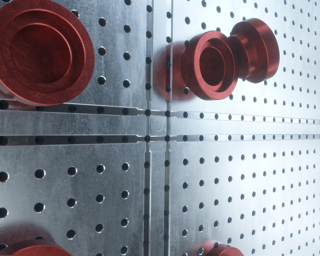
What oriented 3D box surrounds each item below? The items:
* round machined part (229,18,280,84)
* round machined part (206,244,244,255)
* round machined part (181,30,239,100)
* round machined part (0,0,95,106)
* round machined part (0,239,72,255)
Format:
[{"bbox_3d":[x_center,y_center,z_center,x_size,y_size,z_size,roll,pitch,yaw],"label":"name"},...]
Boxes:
[{"bbox_3d":[0.134,-0.115,0.479,0.042,0.098,0.098,-22,106,-13],"label":"round machined part"},{"bbox_3d":[0.108,0.238,0.487,0.099,0.042,0.097,0,90,-40],"label":"round machined part"},{"bbox_3d":[0.069,-0.089,0.454,0.099,0.042,0.097,0,91,-40],"label":"round machined part"},{"bbox_3d":[-0.117,-0.070,0.299,0.099,0.042,0.097,0,90,-40],"label":"round machined part"},{"bbox_3d":[-0.127,0.154,0.290,0.099,0.042,0.097,1,89,-39],"label":"round machined part"}]
